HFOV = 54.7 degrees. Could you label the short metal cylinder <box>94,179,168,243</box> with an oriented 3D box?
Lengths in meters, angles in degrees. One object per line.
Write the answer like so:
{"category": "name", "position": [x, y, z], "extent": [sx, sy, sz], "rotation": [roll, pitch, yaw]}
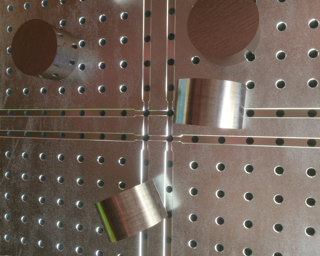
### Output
{"category": "short metal cylinder", "position": [-0.036, 0.104, 0.396], "extent": [0.080, 0.080, 0.050], "rotation": [-26, 82, 18]}

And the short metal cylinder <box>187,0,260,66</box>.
{"category": "short metal cylinder", "position": [0.078, -0.119, 0.372], "extent": [0.080, 0.050, 0.079], "rotation": [0, 90, 20]}

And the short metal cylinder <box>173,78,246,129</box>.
{"category": "short metal cylinder", "position": [0.058, -0.027, 0.363], "extent": [0.080, 0.080, 0.050], "rotation": [6, 92, 20]}

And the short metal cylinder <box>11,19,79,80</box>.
{"category": "short metal cylinder", "position": [-0.169, -0.114, 0.459], "extent": [0.080, 0.050, 0.079], "rotation": [0, 90, 20]}
